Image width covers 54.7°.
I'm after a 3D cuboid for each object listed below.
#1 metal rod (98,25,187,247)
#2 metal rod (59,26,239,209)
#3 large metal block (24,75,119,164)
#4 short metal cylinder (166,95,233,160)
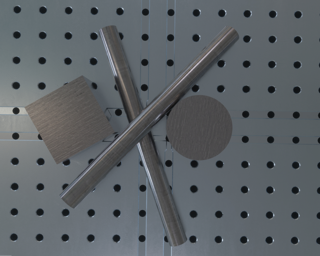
[{"bbox_3d":[-0.023,0.010,0.413,0.025,0.025,0.298,-18,90,0],"label":"metal rod"},{"bbox_3d":[-0.007,-0.020,0.391,0.025,0.025,0.300,44,81,0],"label":"metal rod"},{"bbox_3d":[-0.109,-0.010,0.400,0.080,0.050,0.080,-29,90,0],"label":"large metal block"},{"bbox_3d":[0.048,-0.001,0.401,0.081,0.050,0.079,0,90,0],"label":"short metal cylinder"}]
